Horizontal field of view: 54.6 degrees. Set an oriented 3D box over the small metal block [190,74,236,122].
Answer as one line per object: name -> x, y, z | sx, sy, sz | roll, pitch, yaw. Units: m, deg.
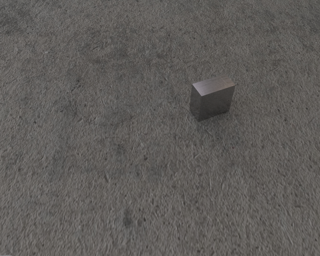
small metal block -> 0.070, -0.041, 0.422 | 0.050, 0.050, 0.025 | -19, 53, -15
